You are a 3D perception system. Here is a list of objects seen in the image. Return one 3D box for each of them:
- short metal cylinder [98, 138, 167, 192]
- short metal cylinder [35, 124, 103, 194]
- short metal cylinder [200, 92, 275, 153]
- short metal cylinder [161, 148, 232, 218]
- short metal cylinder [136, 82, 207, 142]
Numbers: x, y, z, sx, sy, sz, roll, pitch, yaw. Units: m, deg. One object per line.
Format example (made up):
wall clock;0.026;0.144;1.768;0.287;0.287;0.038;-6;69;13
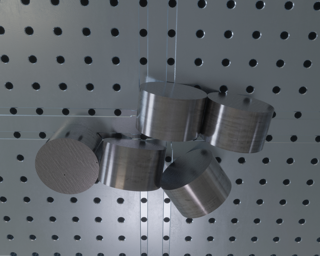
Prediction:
short metal cylinder;-0.035;0.044;0.394;0.081;0.080;0.050;8;94;-3
short metal cylinder;-0.117;0.041;0.414;0.081;0.050;0.079;0;110;0
short metal cylinder;0.093;-0.009;0.382;0.081;0.080;0.050;8;110;-3
short metal cylinder;0.047;0.072;0.411;0.080;0.080;0.050;-31;107;11
short metal cylinder;0.013;-0.022;0.376;0.081;0.080;0.050;7;110;-3
